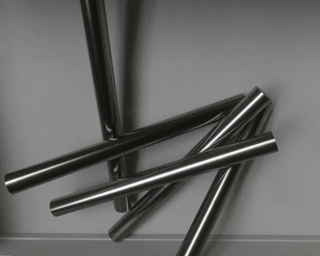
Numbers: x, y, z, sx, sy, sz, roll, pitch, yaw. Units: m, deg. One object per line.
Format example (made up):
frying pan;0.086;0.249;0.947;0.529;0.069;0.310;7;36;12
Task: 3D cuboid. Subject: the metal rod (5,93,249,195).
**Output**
metal rod;-0.032;0.016;0.379;0.302;0.025;0.025;-19;110;-9

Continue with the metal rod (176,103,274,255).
metal rod;0.064;0.096;0.381;0.025;0.025;0.299;30;82;-11

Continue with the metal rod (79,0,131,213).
metal rod;-0.063;-0.015;0.382;0.025;0.025;0.298;-3;119;1

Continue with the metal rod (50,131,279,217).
metal rod;-0.006;0.063;0.391;0.301;0.025;0.025;-19;109;14

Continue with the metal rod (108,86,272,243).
metal rod;0.027;0.061;0.415;0.025;0.025;0.299;38;112;-13
